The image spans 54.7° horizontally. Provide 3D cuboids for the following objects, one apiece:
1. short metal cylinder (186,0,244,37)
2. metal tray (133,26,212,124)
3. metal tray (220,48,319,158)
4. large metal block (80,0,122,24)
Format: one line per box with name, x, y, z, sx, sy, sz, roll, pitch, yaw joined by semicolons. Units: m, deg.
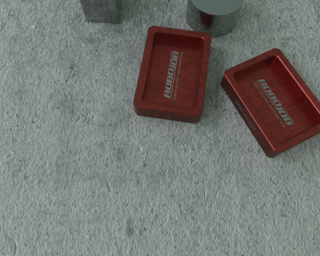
short metal cylinder;0.081;-0.184;0.463;0.081;0.050;0.080;0;70;0
metal tray;0.019;-0.076;0.433;0.091;0.030;0.130;9;70;3
metal tray;0.154;-0.036;0.419;0.090;0.030;0.130;-25;72;-9
large metal block;-0.085;-0.214;0.456;0.050;0.080;0.080;4;70;1
